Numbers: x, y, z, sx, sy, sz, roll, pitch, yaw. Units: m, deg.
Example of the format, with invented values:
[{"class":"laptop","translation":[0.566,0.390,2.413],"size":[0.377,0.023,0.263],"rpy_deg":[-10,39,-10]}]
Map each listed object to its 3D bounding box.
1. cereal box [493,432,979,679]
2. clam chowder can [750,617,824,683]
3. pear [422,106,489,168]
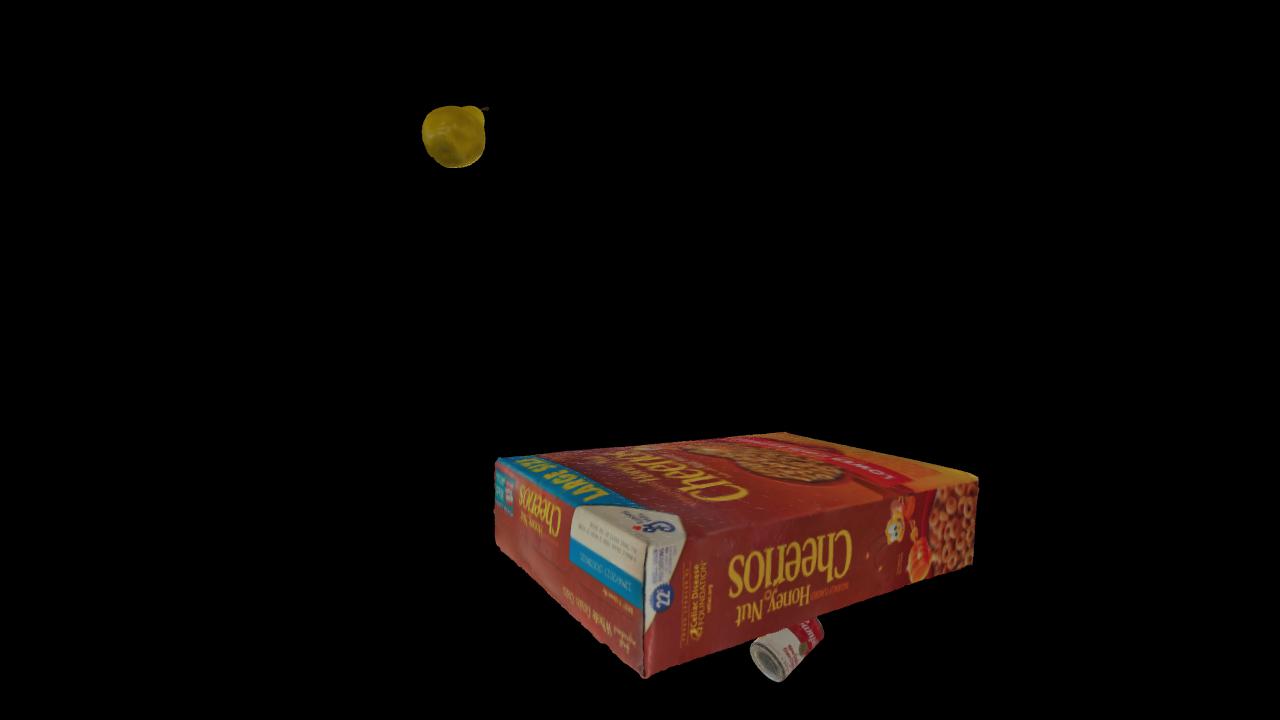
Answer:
[{"class":"cereal box","translation":[0.071,0.112,0.456],"size":[0.306,0.081,0.203],"rpy_deg":[1,3,-33]},{"class":"clam chowder can","translation":[0.227,0.436,0.952],"size":[0.102,0.068,0.068],"rpy_deg":[-28,15,-31]},{"class":"pear","translation":[-0.232,-0.301,0.792],"size":[0.080,0.111,0.080],"rpy_deg":[6,-38,5]}]
